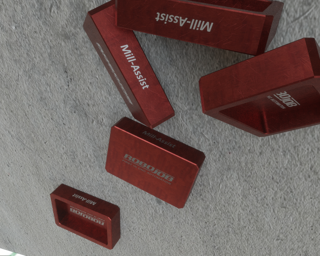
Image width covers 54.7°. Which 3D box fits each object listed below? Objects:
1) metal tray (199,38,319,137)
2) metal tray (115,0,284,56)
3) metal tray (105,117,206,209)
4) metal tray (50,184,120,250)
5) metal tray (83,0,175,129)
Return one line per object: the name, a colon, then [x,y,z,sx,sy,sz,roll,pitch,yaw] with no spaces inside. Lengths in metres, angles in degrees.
metal tray: [0.106,-0.025,0.274,0.090,0.131,0.030,-17,69,35]
metal tray: [0.037,-0.103,0.280,0.130,0.090,0.030,17,123,18]
metal tray: [-0.011,0.050,0.440,0.130,0.030,0.089,25,127,13]
metal tray: [-0.138,0.165,0.578,0.130,0.030,0.089,17,125,18]
metal tray: [-0.037,-0.067,0.347,0.130,0.030,0.090,62,169,-16]
